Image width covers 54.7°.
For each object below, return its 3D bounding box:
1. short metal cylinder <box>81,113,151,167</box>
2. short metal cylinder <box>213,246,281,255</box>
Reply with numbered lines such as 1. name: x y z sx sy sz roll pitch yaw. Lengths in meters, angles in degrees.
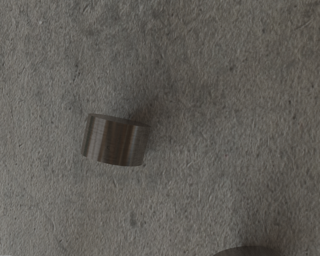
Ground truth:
1. short metal cylinder: -0.057 0.014 0.399 0.080 0.080 0.050 14 95 19
2. short metal cylinder: 0.098 0.171 0.345 0.080 0.080 0.050 -11 87 19
